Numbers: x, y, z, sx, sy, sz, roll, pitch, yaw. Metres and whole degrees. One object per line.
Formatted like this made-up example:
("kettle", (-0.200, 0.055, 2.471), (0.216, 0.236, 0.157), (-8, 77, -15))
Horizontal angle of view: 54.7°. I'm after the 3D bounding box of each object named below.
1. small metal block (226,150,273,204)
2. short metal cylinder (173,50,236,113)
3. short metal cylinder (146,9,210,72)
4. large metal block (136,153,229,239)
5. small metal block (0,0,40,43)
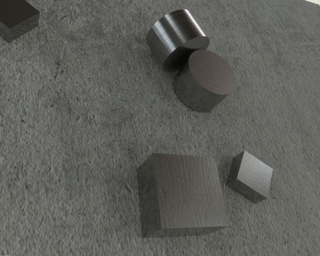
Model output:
("small metal block", (0.125, 0.068, 0.429), (0.050, 0.025, 0.050), (33, 51, -7))
("short metal cylinder", (0.066, -0.070, 0.466), (0.081, 0.050, 0.080), (14, 56, -21))
("short metal cylinder", (0.026, -0.128, 0.460), (0.081, 0.080, 0.050), (-21, 73, -36))
("large metal block", (0.023, 0.078, 0.353), (0.081, 0.050, 0.080), (7, 59, -25))
("small metal block", (-0.190, -0.142, 0.388), (0.050, 0.025, 0.050), (38, 51, -3))
